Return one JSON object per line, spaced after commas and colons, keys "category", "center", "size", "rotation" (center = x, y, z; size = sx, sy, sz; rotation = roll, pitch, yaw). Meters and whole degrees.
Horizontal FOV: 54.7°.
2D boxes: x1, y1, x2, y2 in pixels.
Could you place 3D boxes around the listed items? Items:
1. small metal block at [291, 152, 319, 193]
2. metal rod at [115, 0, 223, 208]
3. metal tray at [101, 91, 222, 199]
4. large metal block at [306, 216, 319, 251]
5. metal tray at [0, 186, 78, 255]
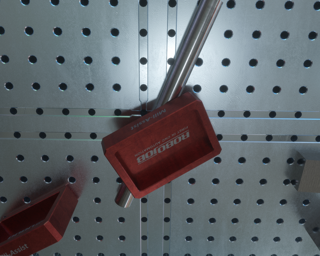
{"category": "small metal block", "center": [0.220, 0.063, 0.439], "size": [0.050, 0.025, 0.050], "rotation": [4, 110, -2]}
{"category": "metal rod", "center": [0.004, -0.021, 0.405], "size": [0.025, 0.025, 0.298], "rotation": [22, 109, -8]}
{"category": "metal tray", "center": [0.004, 0.023, 0.394], "size": [0.130, 0.030, 0.090], "rotation": [-29, 122, -2]}
{"category": "large metal block", "center": [0.277, 0.175, 0.451], "size": [0.080, 0.080, 0.050], "rotation": [31, 107, -11]}
{"category": "metal tray", "center": [-0.185, 0.140, 0.428], "size": [0.130, 0.090, 0.030], "rotation": [-28, 108, 9]}
